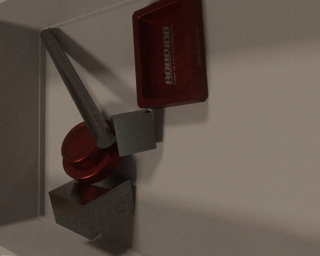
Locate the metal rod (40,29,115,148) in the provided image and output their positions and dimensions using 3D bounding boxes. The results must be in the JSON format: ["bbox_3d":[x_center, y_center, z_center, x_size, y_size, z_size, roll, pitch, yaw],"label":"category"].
[{"bbox_3d":[-0.140,-0.078,0.486,0.025,0.025,0.300,-57,48,24],"label":"metal rod"}]

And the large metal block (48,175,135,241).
[{"bbox_3d":[-0.096,0.104,0.440,0.080,0.081,0.050,6,110,39],"label":"large metal block"}]

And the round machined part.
[{"bbox_3d":[-0.102,0.028,0.448,0.098,0.042,0.098,-16,51,21],"label":"round machined part"}]

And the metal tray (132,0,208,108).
[{"bbox_3d":[0.010,-0.093,0.393,0.090,0.030,0.129,-6,86,39],"label":"metal tray"}]

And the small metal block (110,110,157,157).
[{"bbox_3d":[-0.035,0.006,0.406,0.025,0.050,0.050,-147,48,-67],"label":"small metal block"}]
